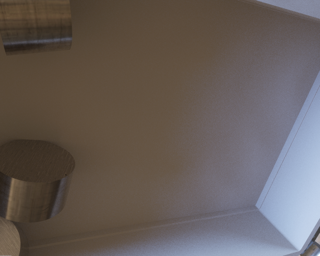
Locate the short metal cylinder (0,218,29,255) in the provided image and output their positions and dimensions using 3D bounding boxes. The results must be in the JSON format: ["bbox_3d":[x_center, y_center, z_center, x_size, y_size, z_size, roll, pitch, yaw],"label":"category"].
[{"bbox_3d":[-0.194,0.139,0.344,0.081,0.080,0.050,-17,159,-19],"label":"short metal cylinder"}]

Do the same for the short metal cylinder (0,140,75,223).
[{"bbox_3d":[-0.137,0.054,0.332,0.081,0.080,0.050,5,116,-31],"label":"short metal cylinder"}]

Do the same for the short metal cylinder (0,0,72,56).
[{"bbox_3d":[-0.107,-0.102,0.252,0.050,0.080,0.079,-12,124,-22],"label":"short metal cylinder"}]

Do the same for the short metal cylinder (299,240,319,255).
[{"bbox_3d":[0.423,0.346,0.827,0.080,0.080,0.050,32,101,-39],"label":"short metal cylinder"}]
